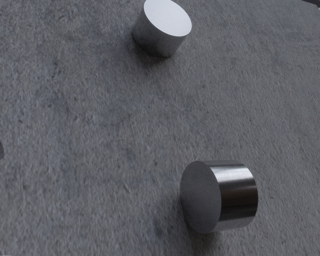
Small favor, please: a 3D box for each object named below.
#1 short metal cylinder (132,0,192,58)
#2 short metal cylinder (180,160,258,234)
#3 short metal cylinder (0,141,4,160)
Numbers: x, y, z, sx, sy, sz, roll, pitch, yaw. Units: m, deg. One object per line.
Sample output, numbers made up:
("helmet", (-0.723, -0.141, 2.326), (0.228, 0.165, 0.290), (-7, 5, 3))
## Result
("short metal cylinder", (0.002, -0.158, 0.487), (0.081, 0.050, 0.080), (14, 56, -21))
("short metal cylinder", (0.065, 0.077, 0.358), (0.050, 0.080, 0.080), (2, 61, -28))
("short metal cylinder", (-0.183, 0.010, 0.264), (0.080, 0.080, 0.050), (44, 51, 2))
